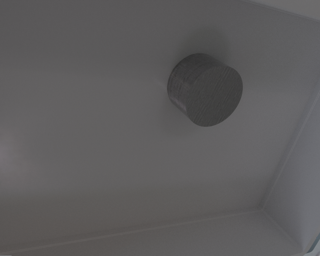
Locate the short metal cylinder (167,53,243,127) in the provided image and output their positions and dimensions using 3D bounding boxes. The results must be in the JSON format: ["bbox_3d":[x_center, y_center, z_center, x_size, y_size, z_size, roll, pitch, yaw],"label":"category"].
[{"bbox_3d":[0.056,-0.048,0.393,0.081,0.050,0.080,-14,124,-21],"label":"short metal cylinder"}]
